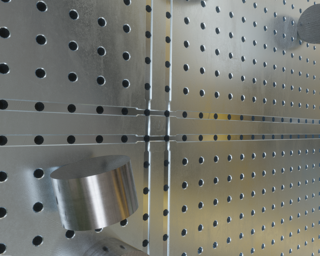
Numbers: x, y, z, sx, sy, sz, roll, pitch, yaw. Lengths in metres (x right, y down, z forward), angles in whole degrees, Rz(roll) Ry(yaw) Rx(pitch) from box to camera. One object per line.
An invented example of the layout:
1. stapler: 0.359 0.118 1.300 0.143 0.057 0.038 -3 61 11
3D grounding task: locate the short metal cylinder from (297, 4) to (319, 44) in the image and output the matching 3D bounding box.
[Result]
1. short metal cylinder: 0.345 -0.220 0.661 0.050 0.080 0.079 -10 97 -40

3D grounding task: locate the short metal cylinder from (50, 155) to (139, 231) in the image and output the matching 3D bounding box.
1. short metal cylinder: -0.066 0.063 0.318 0.081 0.080 0.050 -16 101 -39

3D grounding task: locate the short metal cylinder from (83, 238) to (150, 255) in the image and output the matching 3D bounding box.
1. short metal cylinder: -0.049 0.173 0.351 0.081 0.050 0.079 0 90 -40
